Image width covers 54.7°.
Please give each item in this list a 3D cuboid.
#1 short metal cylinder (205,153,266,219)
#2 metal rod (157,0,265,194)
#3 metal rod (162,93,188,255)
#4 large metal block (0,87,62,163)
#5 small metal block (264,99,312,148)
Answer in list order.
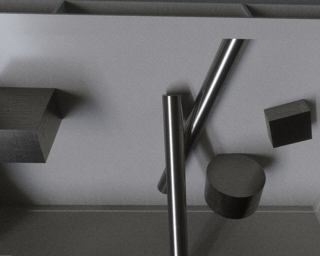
[{"bbox_3d":[0.106,0.082,0.445,0.081,0.080,0.050,-1,130,1],"label":"short metal cylinder"},{"bbox_3d":[0.050,-0.015,0.397,0.025,0.025,0.298,12,129,-11],"label":"metal rod"},{"bbox_3d":[0.023,0.104,0.412,0.025,0.025,0.298,-3,104,2],"label":"metal rod"},{"bbox_3d":[-0.170,-0.005,0.366,0.081,0.080,0.050,1,130,-2],"label":"large metal block"},{"bbox_3d":[0.169,-0.005,0.408,0.050,0.025,0.050,-16,129,12],"label":"small metal block"}]
